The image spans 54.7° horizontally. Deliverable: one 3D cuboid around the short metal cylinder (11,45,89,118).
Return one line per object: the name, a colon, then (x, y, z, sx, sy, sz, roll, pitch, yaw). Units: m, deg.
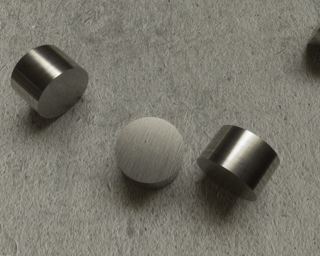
short metal cylinder: (-0.140, -0.059, 0.399, 0.050, 0.080, 0.080, 40, 75, 13)

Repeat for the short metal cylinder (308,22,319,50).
short metal cylinder: (0.254, -0.143, 0.433, 0.050, 0.080, 0.080, 32, 73, 11)

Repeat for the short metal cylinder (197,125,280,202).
short metal cylinder: (0.091, 0.041, 0.364, 0.080, 0.080, 0.050, 36, 74, 12)

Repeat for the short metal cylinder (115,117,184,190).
short metal cylinder: (-0.012, 0.033, 0.383, 0.081, 0.050, 0.080, 0, 70, 0)
